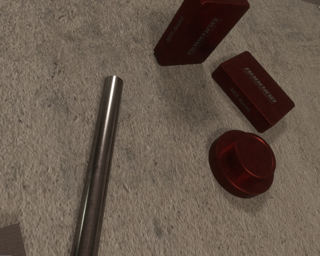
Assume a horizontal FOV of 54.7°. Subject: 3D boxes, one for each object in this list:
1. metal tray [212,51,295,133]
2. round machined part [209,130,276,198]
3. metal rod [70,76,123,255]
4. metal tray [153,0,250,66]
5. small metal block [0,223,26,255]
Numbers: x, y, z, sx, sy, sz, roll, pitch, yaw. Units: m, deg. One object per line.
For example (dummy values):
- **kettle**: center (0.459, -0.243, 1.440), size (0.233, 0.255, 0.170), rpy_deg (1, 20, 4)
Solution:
- **metal tray**: center (0.160, -0.065, 0.529), size (0.091, 0.030, 0.130), rpy_deg (-32, 80, -38)
- **round machined part**: center (0.121, 0.045, 0.433), size (0.099, 0.042, 0.098), rpy_deg (14, 56, -21)
- **metal rod**: center (-0.068, 0.065, 0.328), size (0.025, 0.025, 0.300), rpy_deg (16, 55, -19)
- **metal tray**: center (0.058, -0.145, 0.458), size (0.091, 0.129, 0.030), rpy_deg (-11, 68, -33)
- **small metal block**: center (-0.141, 0.114, 0.259), size (0.050, 0.025, 0.050), rpy_deg (-9, 67, -33)
